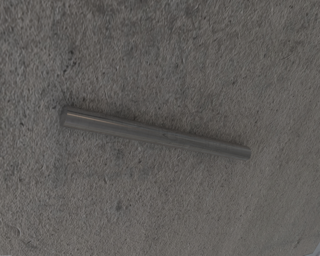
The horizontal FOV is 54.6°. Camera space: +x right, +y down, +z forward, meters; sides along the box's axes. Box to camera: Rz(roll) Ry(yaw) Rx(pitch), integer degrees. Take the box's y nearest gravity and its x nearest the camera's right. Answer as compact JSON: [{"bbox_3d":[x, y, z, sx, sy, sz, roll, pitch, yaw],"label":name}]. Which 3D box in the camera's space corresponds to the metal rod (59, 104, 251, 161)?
[{"bbox_3d":[0.017,0.014,0.423,0.302,0.025,0.025,13,112,-34],"label":"metal rod"}]
